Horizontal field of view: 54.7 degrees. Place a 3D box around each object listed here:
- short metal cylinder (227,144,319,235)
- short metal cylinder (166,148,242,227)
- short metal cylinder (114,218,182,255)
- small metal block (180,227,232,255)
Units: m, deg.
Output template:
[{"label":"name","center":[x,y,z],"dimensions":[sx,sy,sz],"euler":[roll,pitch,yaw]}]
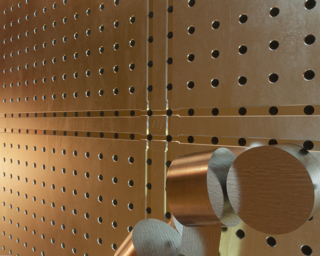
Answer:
[{"label":"short metal cylinder","center":[0.113,0.056,0.300],"dimensions":[0.080,0.050,0.080],"euler":[0,90,40]},{"label":"short metal cylinder","center":[0.051,0.064,0.331],"dimensions":[0.050,0.081,0.080],"euler":[-15,80,39]},{"label":"short metal cylinder","center":[-0.010,0.160,0.382],"dimensions":[0.080,0.081,0.050],"euler":[48,119,29]},{"label":"small metal block","center":[0.054,0.130,0.365],"dimensions":[0.050,0.025,0.050],"euler":[11,97,39]}]
